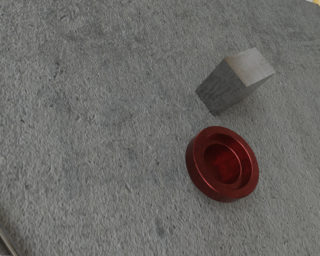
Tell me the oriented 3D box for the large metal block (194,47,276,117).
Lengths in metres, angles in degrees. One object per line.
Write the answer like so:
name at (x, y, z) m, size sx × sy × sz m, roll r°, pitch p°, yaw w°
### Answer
large metal block at (0.114, -0.070, 0.472) m, size 0.081 × 0.080 × 0.050 m, roll -26°, pitch 76°, yaw -37°

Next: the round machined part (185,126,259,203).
round machined part at (0.076, 0.050, 0.403) m, size 0.099 × 0.042 × 0.098 m, roll 14°, pitch 56°, yaw -21°

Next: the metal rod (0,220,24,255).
metal rod at (-0.158, 0.078, 0.270) m, size 0.025 × 0.025 × 0.300 m, roll -32°, pitch 80°, yaw -38°
